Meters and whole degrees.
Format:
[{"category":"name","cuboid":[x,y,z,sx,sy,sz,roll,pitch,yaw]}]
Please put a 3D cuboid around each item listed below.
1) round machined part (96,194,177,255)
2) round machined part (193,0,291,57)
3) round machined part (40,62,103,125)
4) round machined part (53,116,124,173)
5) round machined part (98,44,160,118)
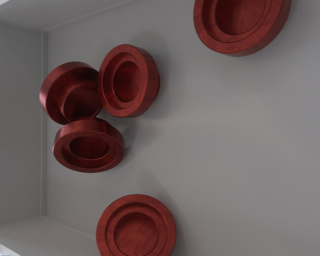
[{"category":"round machined part","cuboid":[-0.030,0.139,0.397,0.098,0.099,0.042,53,156,27]},{"category":"round machined part","cuboid":[0.087,-0.123,0.324,0.098,0.042,0.097,0,90,40]},{"category":"round machined part","cuboid":[-0.121,-0.045,0.459,0.042,0.099,0.097,38,113,35]},{"category":"round machined part","cuboid":[-0.102,0.021,0.452,0.098,0.098,0.042,-41,38,32]},{"category":"round machined part","cuboid":[-0.039,-0.063,0.428,0.098,0.042,0.097,0,90,40]}]
